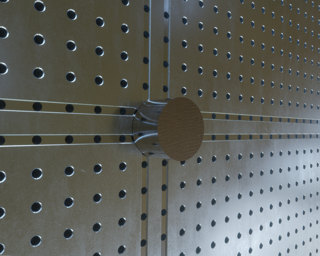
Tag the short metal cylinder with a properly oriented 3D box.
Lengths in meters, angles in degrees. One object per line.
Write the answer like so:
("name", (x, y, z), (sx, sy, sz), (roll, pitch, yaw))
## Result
("short metal cylinder", (0.012, 0.001, 0.404), (0.081, 0.050, 0.079), (0, 90, -40))
